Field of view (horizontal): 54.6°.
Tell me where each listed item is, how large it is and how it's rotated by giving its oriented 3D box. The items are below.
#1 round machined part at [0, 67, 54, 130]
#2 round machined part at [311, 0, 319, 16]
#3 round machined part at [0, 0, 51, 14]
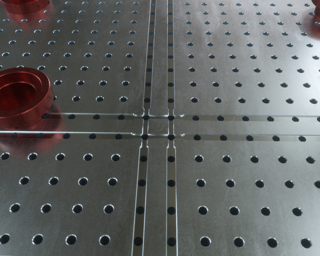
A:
[{"bbox_3d":[-0.196,-0.036,0.427,0.099,0.042,0.098,0,50,0],"label":"round machined part"},{"bbox_3d":[0.345,-0.244,0.603,0.099,0.042,0.098,0,50,0],"label":"round machined part"},{"bbox_3d":[-0.277,-0.276,0.628,0.099,0.042,0.098,0,50,0],"label":"round machined part"}]
